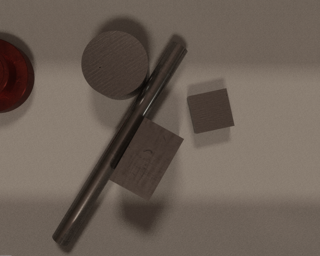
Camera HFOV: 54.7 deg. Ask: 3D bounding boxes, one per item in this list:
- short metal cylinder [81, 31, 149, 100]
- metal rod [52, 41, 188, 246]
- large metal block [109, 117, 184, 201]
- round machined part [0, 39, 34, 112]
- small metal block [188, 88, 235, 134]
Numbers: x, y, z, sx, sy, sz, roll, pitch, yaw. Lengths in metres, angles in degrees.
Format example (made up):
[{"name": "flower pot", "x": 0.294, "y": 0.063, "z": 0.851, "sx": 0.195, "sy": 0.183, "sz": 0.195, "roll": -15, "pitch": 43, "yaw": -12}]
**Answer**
[{"name": "short metal cylinder", "x": -0.055, "y": -0.078, "z": 0.398, "sx": 0.081, "sy": 0.050, "sz": 0.079, "roll": 0, "pitch": 90, "yaw": 0}, {"name": "metal rod", "x": -0.053, "y": 0.020, "z": 0.409, "sx": 0.025, "sy": 0.025, "sz": 0.299, "roll": 32, "pitch": 90, "yaw": -1}, {"name": "large metal block", "x": -0.015, "y": 0.034, "z": 0.384, "sx": 0.050, "sy": 0.080, "sz": 0.080, "roll": 29, "pitch": 90, "yaw": -1}, {"name": "round machined part", "x": -0.220, "y": -0.068, "z": 0.400, "sx": 0.099, "sy": 0.042, "sz": 0.097, "roll": 0, "pitch": 90, "yaw": -1}, {"name": "small metal block", "x": 0.067, "y": -0.022, "z": 0.412, "sx": 0.050, "sy": 0.025, "sz": 0.050, "roll": -12, "pitch": 90, "yaw": -1}]
